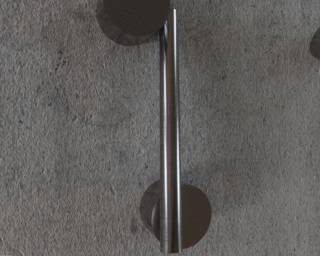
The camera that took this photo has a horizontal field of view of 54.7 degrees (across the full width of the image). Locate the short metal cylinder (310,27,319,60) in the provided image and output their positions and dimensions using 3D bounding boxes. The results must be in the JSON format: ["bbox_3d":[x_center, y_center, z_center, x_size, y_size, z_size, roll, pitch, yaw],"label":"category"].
[{"bbox_3d":[0.287,-0.135,0.486,0.050,0.080,0.080,24,82,-19],"label":"short metal cylinder"}]

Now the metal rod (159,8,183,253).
[{"bbox_3d":[0.012,-0.008,0.380,0.025,0.025,0.299,5,76,-20],"label":"metal rod"}]

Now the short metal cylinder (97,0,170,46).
[{"bbox_3d":[-0.035,-0.147,0.383,0.081,0.050,0.080,0,90,-20],"label":"short metal cylinder"}]

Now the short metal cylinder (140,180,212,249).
[{"bbox_3d":[0.019,0.109,0.403,0.081,0.050,0.080,0,90,-20],"label":"short metal cylinder"}]
